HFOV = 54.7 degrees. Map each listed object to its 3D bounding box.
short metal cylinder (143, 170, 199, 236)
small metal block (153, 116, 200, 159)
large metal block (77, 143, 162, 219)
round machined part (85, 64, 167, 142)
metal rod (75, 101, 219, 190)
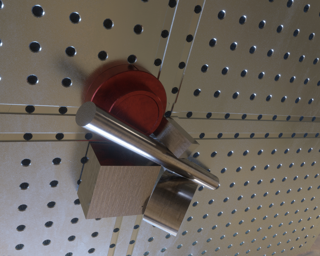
[{"bbox_3d":[0.016,0.106,0.444,0.080,0.050,0.080,22,92,-79],"label":"short metal cylinder"},{"bbox_3d":[0.021,0.013,0.404,0.025,0.050,0.050,-48,164,9],"label":"small metal block"},{"bbox_3d":[-0.055,0.068,0.405,0.081,0.050,0.079,5,116,-31],"label":"large metal block"},{"bbox_3d":[-0.035,-0.022,0.368,0.099,0.042,0.097,-14,125,-21],"label":"round machined part"},{"bbox_3d":[0.010,0.039,0.400,0.025,0.025,0.301,-49,142,6],"label":"metal rod"}]
